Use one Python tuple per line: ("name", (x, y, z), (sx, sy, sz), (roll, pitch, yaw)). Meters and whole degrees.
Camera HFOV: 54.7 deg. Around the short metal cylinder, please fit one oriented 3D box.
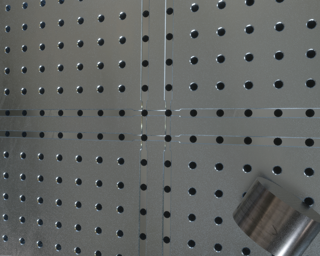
("short metal cylinder", (0.128, 0.097, 0.338), (0.080, 0.080, 0.050), (33, 101, 16))
